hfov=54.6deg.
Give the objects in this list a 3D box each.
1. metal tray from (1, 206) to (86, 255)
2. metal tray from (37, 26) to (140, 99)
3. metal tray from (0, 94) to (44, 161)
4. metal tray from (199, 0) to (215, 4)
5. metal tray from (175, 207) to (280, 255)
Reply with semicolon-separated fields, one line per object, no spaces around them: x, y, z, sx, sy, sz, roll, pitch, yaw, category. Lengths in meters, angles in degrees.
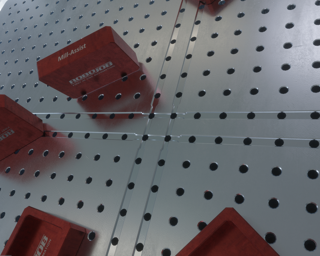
-0.159;0.172;0.383;0.090;0.030;0.130;8;66;32;metal tray
-0.109;-0.096;0.481;0.130;0.090;0.030;-22;69;15;metal tray
-0.271;0.009;0.505;0.130;0.090;0.030;-29;52;9;metal tray
0.100;-0.275;0.522;0.130;0.030;0.090;-41;51;0;metal tray
0.077;0.148;0.274;0.090;0.030;0.130;-43;51;-2;metal tray
